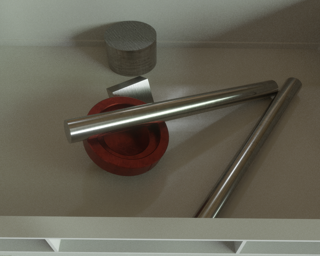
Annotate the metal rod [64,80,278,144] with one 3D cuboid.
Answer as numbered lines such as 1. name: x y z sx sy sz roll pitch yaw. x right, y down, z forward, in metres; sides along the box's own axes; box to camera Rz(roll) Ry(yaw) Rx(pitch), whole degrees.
1. metal rod: 0.036 -0.027 0.386 0.303 0.025 0.025 -14 50 -28

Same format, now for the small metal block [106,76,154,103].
1. small metal block: -0.037 -0.036 0.415 0.050 0.050 0.025 -25 27 -20

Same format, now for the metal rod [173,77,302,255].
1. metal rod: 0.111 0.028 0.382 0.025 0.025 0.301 29 55 22

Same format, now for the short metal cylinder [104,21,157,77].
1. short metal cylinder: -0.046 -0.127 0.495 0.081 0.050 0.080 0 50 0

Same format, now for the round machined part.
1. round machined part: -0.042 0.013 0.370 0.099 0.042 0.098 10 54 -15
